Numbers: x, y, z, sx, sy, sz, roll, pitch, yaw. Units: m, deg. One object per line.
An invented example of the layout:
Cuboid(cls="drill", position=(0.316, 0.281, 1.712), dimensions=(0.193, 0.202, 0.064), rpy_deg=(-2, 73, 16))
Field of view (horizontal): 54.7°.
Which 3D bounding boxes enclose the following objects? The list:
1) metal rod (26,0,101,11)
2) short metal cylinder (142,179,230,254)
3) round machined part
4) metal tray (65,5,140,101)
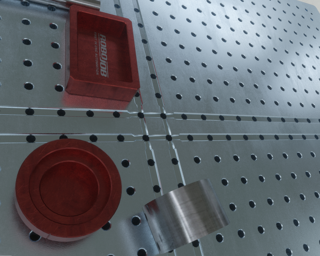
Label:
Cuboid(cls="metal rod", position=(-0.229, -0.192, 0.402), dimensions=(0.303, 0.025, 0.025), rpy_deg=(4, 60, -27))
Cuboid(cls="short metal cylinder", position=(0.027, 0.094, 0.332), dimensions=(0.081, 0.080, 0.050), rpy_deg=(-11, 68, -33))
Cuboid(cls="round machined part", position=(-0.092, 0.063, 0.310), dimensions=(0.099, 0.042, 0.098), rpy_deg=(14, 56, -21))
Cuboid(cls="metal tray", position=(-0.080, -0.103, 0.425), dimensions=(0.091, 0.030, 0.130), rpy_deg=(6, 59, -26))
